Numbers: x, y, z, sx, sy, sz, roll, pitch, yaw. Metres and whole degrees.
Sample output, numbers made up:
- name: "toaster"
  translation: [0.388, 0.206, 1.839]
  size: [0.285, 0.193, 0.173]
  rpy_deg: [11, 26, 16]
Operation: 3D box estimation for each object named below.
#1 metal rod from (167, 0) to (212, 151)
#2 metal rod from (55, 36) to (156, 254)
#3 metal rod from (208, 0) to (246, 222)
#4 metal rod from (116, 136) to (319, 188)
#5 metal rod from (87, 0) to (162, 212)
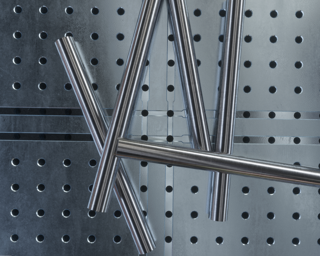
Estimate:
- name: "metal rod"
  translation: [0.033, -0.105, 0.413]
  size: [0.025, 0.025, 0.298]
  rpy_deg: [-10, 90, 0]
- name: "metal rod"
  translation: [-0.072, 0.023, 0.412]
  size: [0.025, 0.025, 0.299]
  rpy_deg: [-22, 90, 0]
- name: "metal rod"
  translation: [0.090, -0.028, 0.413]
  size: [0.025, 0.025, 0.298]
  rpy_deg: [5, 90, 0]
- name: "metal rod"
  translation: [0.097, 0.047, 0.389]
  size: [0.302, 0.025, 0.025]
  rpy_deg: [10, 90, -10]
- name: "metal rod"
  translation: [-0.041, -0.044, 0.396]
  size: [0.025, 0.025, 0.299]
  rpy_deg: [14, 84, 0]
